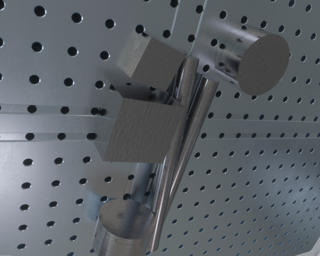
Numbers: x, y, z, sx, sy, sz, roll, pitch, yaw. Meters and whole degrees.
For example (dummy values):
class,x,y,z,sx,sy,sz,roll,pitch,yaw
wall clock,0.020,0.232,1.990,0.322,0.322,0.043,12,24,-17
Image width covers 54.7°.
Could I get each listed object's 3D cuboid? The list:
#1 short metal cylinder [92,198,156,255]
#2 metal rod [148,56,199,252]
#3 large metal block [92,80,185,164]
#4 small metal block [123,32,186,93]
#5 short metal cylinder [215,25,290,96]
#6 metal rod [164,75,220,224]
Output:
class,x,y,z,sx,sy,sz,roll,pitch,yaw
short metal cylinder,-0.051,0.145,0.438,0.081,0.080,0.050,3,117,-30
metal rod,0.011,0.050,0.433,0.025,0.025,0.298,-2,115,-28
large metal block,-0.028,-0.005,0.377,0.081,0.050,0.079,7,115,-32
small metal block,-0.007,-0.076,0.361,0.050,0.025,0.050,18,109,-36
short metal cylinder,0.120,-0.089,0.406,0.081,0.050,0.079,-14,124,-21
metal rod,0.023,0.065,0.464,0.025,0.025,0.298,4,116,-31
